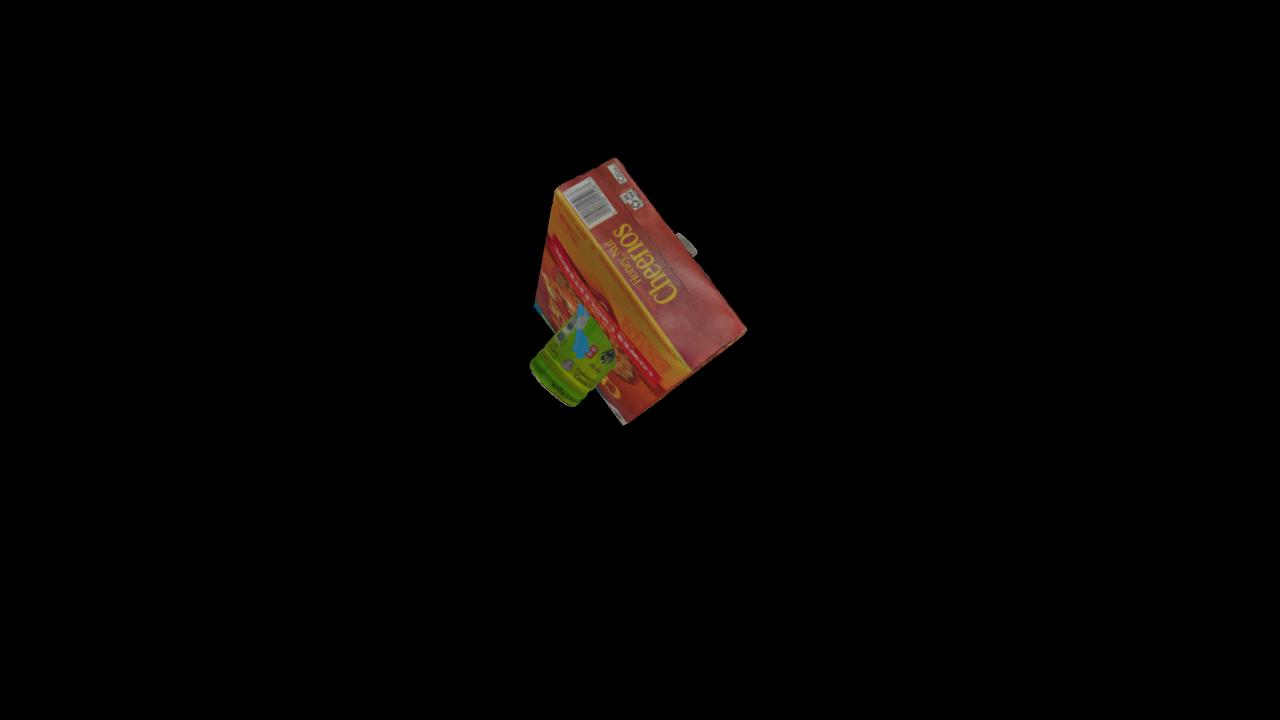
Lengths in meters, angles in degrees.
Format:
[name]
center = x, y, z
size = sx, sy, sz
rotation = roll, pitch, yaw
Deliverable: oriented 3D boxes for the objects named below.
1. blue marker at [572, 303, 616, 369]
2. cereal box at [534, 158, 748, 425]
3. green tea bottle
[blue marker]
center = -0.055, -0.060, 0.634
size = 0.020, 0.121, 0.020
rotation = 5, -13, 1
[cereal box]
center = -0.023, -0.048, 0.674
size = 0.081, 0.203, 0.306
rotation = -35, -4, -20
[green tea bottle]
center = -0.023, -0.047, 0.647
size = 0.073, 0.212, 0.073
rotation = 42, 5, -5
